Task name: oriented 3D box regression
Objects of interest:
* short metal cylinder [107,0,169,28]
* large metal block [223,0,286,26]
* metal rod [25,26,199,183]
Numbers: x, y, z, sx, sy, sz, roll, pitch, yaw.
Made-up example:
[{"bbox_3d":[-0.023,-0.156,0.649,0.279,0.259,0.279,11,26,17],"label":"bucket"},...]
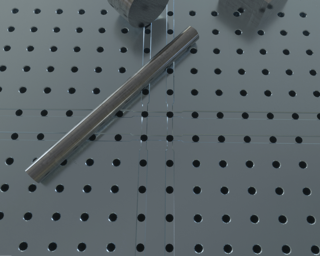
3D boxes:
[{"bbox_3d":[-0.031,-0.196,0.454,0.080,0.080,0.050,-39,75,-13],"label":"short metal cylinder"},{"bbox_3d":[0.153,-0.221,0.480,0.080,0.050,0.080,43,75,14],"label":"large metal block"},{"bbox_3d":[-0.056,-0.041,0.425,0.025,0.025,0.301,42,75,14],"label":"metal rod"}]
